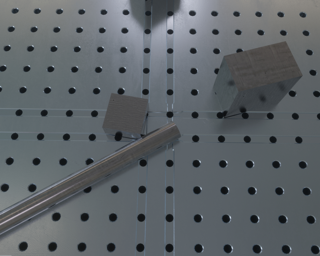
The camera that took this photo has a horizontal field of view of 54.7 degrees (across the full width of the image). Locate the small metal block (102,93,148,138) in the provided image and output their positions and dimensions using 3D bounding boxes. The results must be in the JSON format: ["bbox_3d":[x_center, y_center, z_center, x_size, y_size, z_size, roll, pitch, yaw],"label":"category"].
[{"bbox_3d":[-0.045,-0.015,0.417,0.050,0.025,0.050,10,70,3],"label":"small metal block"}]

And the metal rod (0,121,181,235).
[{"bbox_3d":[-0.110,0.071,0.384,0.302,0.025,0.025,-28,73,-10],"label":"metal rod"}]

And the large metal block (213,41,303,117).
[{"bbox_3d":[0.122,-0.061,0.406,0.081,0.080,0.050,-15,71,-5],"label":"large metal block"}]
